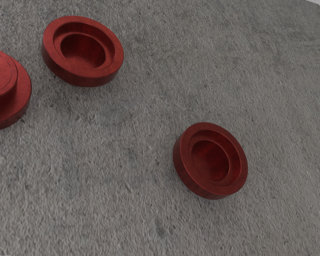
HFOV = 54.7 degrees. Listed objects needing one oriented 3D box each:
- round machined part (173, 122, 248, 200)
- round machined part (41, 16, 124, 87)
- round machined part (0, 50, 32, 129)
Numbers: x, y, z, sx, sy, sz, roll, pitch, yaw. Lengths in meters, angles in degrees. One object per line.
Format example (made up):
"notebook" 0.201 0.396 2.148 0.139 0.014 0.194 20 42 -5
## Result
"round machined part" 0.060 0.045 0.398 0.099 0.042 0.098 14 56 -21
"round machined part" -0.099 -0.092 0.395 0.099 0.042 0.098 14 56 -21
"round machined part" -0.186 -0.047 0.322 0.099 0.042 0.098 14 56 -21
